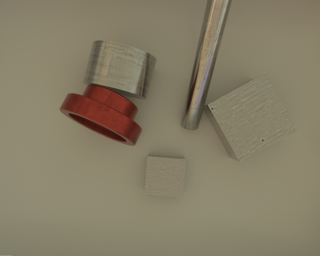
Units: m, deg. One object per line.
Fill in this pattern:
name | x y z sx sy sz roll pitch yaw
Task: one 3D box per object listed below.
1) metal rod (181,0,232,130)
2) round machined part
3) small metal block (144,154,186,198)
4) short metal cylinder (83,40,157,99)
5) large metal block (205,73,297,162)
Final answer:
metal rod | 0.061 -0.125 0.330 0.025 0.025 0.298 10 125 -1
round machined part | -0.066 -0.018 0.375 0.098 0.098 0.042 25 78 -1
small metal block | 0.007 0.063 0.412 0.050 0.025 0.050 5 90 -1
short metal cylinder | -0.049 -0.070 0.383 0.080 0.080 0.050 14 90 -1
large metal block | 0.112 -0.013 0.400 0.080 0.050 0.080 -29 90 0
